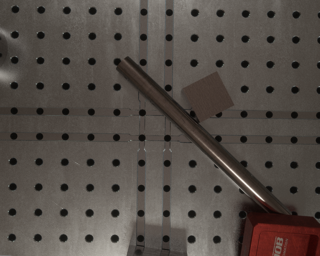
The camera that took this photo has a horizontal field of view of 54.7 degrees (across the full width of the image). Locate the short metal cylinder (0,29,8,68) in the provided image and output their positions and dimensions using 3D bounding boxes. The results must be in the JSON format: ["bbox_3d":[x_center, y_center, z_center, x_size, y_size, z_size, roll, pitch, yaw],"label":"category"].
[{"bbox_3d":[-0.248,-0.109,0.398,0.081,0.050,0.079,0,90,-1],"label":"short metal cylinder"}]

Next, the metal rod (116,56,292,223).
[{"bbox_3d":[0.059,0.017,0.414,0.300,0.025,0.025,44,90,-1],"label":"metal rod"}]

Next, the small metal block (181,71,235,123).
[{"bbox_3d":[0.063,-0.041,0.414,0.050,0.025,0.050,-27,90,-1],"label":"small metal block"}]

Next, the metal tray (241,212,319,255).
[{"bbox_3d":[0.152,0.177,0.399,0.091,0.030,0.129,5,102,-1],"label":"metal tray"}]

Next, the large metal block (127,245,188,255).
[{"bbox_3d":[-0.008,0.206,0.401,0.081,0.050,0.080,9,90,-1],"label":"large metal block"}]
